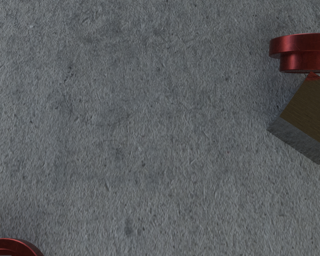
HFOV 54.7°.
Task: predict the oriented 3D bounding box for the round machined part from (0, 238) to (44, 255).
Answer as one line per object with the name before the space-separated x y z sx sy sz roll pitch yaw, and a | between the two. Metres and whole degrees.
round machined part | -0.168 0.171 0.335 0.099 0.042 0.098 0 70 -1

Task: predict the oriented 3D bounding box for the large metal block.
large metal block | 0.201 -0.012 0.402 0.080 0.050 0.080 36 74 12

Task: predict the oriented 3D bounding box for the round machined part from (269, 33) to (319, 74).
round machined part | 0.197 -0.096 0.413 0.099 0.098 0.042 2 96 0
